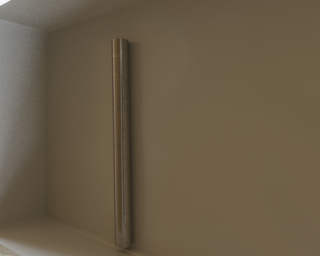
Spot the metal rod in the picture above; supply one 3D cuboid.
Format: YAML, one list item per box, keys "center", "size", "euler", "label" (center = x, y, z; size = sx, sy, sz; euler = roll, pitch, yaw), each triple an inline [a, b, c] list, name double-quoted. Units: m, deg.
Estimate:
- center: [-0.056, 0.021, 0.454]
  size: [0.025, 0.025, 0.298]
  euler: [-2, 89, 40]
  label: "metal rod"
